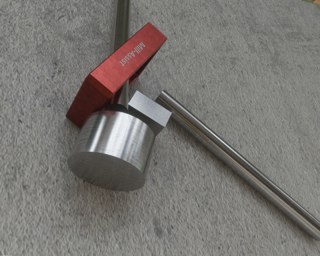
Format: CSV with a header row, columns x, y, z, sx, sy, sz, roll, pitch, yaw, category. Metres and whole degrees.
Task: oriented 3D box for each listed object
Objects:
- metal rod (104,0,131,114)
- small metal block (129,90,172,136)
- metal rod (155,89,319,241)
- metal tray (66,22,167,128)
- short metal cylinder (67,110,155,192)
x,y,z,sx,sy,sz,roll,pitch,yaw,category
-0.054,-0.132,0.427,0.025,0.025,0.300,15,47,-20,metal rod
-0.022,-0.011,0.384,0.050,0.050,0.025,32,51,-8,small metal block
0.113,0.053,0.434,0.300,0.025,0.025,40,51,-1,metal rod
-0.051,-0.062,0.372,0.030,0.090,0.130,41,51,-6,metal tray
-0.049,0.026,0.327,0.080,0.080,0.050,24,53,-14,short metal cylinder
